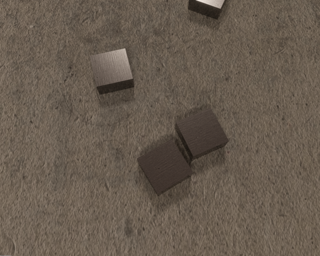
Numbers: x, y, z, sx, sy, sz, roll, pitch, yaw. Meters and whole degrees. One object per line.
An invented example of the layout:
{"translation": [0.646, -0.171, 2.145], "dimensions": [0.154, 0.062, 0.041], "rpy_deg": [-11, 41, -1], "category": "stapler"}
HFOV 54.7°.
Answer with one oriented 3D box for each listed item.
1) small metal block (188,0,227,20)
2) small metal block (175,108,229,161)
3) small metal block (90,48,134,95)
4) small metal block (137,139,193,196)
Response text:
{"translation": [0.077, -0.204, 0.484], "dimensions": [0.050, 0.025, 0.050], "rpy_deg": [23, 71, 7], "category": "small metal block"}
{"translation": [0.054, 0.008, 0.406], "dimensions": [0.050, 0.025, 0.050], "rpy_deg": [-23, 72, -9], "category": "small metal block"}
{"translation": [-0.067, -0.079, 0.436], "dimensions": [0.050, 0.025, 0.050], "rpy_deg": [-14, 71, -5], "category": "small metal block"}
{"translation": [0.006, 0.050, 0.390], "dimensions": [0.050, 0.025, 0.050], "rpy_deg": [-29, 73, -11], "category": "small metal block"}
